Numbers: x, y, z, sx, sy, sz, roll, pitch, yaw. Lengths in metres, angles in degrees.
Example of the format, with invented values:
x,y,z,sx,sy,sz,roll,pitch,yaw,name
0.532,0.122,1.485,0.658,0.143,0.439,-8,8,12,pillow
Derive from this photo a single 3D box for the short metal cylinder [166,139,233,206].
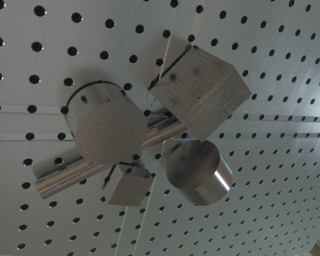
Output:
x,y,z,sx,sy,sz,roll,pitch,yaw,name
0.056,0.063,0.441,0.080,0.080,0.050,-40,130,-1,short metal cylinder

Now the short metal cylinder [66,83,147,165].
x,y,z,sx,sy,sz,roll,pitch,yaw,name
-0.061,-0.005,0.354,0.081,0.050,0.079,-14,124,-21,short metal cylinder

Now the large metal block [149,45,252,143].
x,y,z,sx,sy,sz,roll,pitch,yaw,name
0.046,-0.043,0.370,0.080,0.080,0.050,-45,129,3,large metal block

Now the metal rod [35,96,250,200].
x,y,z,sx,sy,sz,roll,pitch,yaw,name
-0.013,0.012,0.407,0.302,0.025,0.025,-26,128,-13,metal rod

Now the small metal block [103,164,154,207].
x,y,z,sx,sy,sz,roll,pitch,yaw,name
-0.044,0.081,0.433,0.050,0.025,0.050,16,110,-35,small metal block
